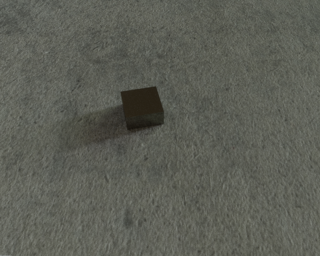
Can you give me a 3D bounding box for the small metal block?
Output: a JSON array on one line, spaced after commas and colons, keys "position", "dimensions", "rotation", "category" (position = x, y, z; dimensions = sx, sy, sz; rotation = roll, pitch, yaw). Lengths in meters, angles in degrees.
[{"position": [-0.025, -0.028, 0.427], "dimensions": [0.050, 0.025, 0.050], "rotation": [-10, 51, -8], "category": "small metal block"}]
